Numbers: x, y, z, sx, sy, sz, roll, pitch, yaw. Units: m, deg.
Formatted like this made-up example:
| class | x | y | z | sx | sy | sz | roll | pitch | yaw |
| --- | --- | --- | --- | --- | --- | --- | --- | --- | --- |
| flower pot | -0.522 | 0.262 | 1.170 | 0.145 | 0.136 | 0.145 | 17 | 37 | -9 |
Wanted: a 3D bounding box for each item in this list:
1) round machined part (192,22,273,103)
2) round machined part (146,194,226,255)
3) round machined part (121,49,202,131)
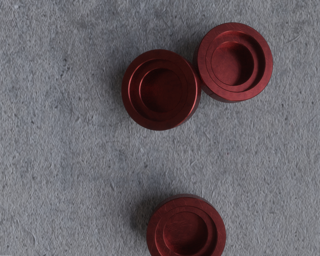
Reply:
| class | x | y | z | sx | sy | sz | roll | pitch | yaw |
| --- | --- | --- | --- | --- | --- | --- | --- | --- | --- |
| round machined part | 0.089 | -0.080 | 0.396 | 0.099 | 0.042 | 0.097 | 1 | 87 | -10 |
| round machined part | 0.032 | 0.133 | 0.402 | 0.099 | 0.042 | 0.097 | 0 | 90 | 0 |
| round machined part | 0.005 | -0.047 | 0.390 | 0.098 | 0.042 | 0.097 | 2 | 96 | 21 |
